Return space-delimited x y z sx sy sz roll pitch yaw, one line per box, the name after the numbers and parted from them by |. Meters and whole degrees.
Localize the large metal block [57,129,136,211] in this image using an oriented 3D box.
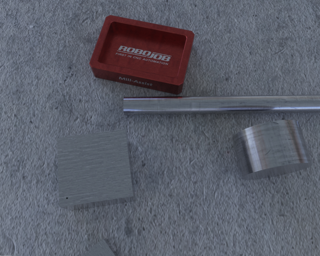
-0.075 0.052 0.375 0.081 0.050 0.080 -8 70 -3 | large metal block

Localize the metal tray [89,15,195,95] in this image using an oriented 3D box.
-0.024 -0.106 0.443 0.131 0.030 0.090 12 70 4 | metal tray

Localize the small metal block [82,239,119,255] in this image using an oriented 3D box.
-0.068 0.162 0.348 0.050 0.025 0.050 -36 74 -13 | small metal block

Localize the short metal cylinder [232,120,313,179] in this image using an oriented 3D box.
0.132 0.028 0.370 0.081 0.080 0.050 -8 71 -3 | short metal cylinder

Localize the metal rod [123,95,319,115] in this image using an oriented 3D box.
0.103 -0.032 0.420 0.302 0.025 0.025 -1 70 -1 | metal rod
